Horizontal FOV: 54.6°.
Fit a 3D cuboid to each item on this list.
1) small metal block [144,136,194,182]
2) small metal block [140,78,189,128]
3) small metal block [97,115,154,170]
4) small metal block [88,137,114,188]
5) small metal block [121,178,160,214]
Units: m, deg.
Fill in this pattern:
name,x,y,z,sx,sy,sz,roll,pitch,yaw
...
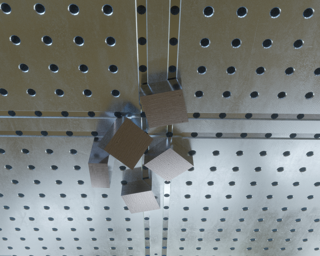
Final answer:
name,x,y,z,sx,sy,sz,roll,pitch,yaw
small metal block,0.013,0.046,0.450,0.050,0.025,0.050,-36,122,26
small metal block,0.006,-0.030,0.386,0.050,0.025,0.050,-9,130,8
small metal block,-0.045,0.019,0.409,0.050,0.025,0.050,41,76,-29
small metal block,-0.081,0.048,0.436,0.025,0.050,0.050,2,130,-2
small metal block,-0.030,0.111,0.506,0.050,0.025,0.050,-12,129,10
